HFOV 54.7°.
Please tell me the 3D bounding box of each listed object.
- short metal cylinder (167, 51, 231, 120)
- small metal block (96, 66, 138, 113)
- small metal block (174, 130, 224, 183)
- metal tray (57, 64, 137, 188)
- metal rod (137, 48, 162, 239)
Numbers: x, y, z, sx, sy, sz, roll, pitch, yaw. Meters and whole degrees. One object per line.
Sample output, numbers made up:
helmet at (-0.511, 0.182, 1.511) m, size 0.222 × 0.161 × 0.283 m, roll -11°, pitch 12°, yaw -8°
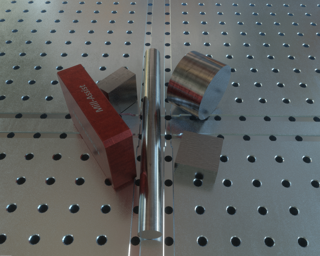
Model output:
short metal cylinder at (0.053, -0.058, 0.421) m, size 0.050 × 0.080 × 0.080 m, roll 31°, pitch 56°, yaw 23°
small metal block at (-0.059, -0.049, 0.431) m, size 0.025 × 0.050 × 0.050 m, roll 34°, pitch 58°, yaw 25°
small metal block at (0.048, 0.034, 0.380) m, size 0.050 × 0.025 × 0.050 m, roll 12°, pitch 51°, yaw 9°
metal tray at (-0.075, -0.003, 0.366) m, size 0.030 × 0.089 × 0.130 m, roll -26°, pitch 55°, yaw -20°
metal rod at (-0.011, -0.006, 0.412) m, size 0.025 × 0.025 × 0.300 m, roll 0°, pitch 50°, yaw -1°
